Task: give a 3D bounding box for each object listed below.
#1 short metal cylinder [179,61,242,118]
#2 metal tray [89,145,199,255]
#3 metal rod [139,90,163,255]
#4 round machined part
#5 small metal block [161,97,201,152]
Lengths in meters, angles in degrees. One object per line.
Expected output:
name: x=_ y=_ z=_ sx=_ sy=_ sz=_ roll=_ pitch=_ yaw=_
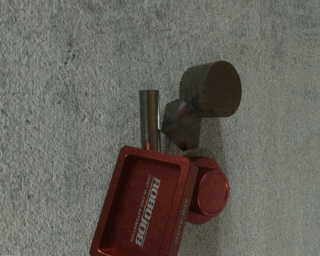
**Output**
short metal cylinder: x=0.075 y=-0.055 z=0.454 sx=0.081 sy=0.050 sz=0.079 roll=0 pitch=90 yaw=-40
metal tray: x=-0.017 y=0.091 z=0.346 sx=0.030 sy=0.090 sz=0.130 roll=38 pitch=64 yaw=-60
metal rod: x=-0.009 y=0.101 z=0.399 sx=0.025 sy=0.025 sz=0.298 roll=-3 pitch=92 yaw=-40
round machined part: x=0.063 y=0.091 z=0.450 sx=0.099 sy=0.042 sz=0.097 roll=0 pitch=90 yaw=-40
small metal block: x=0.030 y=-0.004 z=0.421 sx=0.050 sy=0.025 sz=0.050 roll=43 pitch=41 yaw=-32
